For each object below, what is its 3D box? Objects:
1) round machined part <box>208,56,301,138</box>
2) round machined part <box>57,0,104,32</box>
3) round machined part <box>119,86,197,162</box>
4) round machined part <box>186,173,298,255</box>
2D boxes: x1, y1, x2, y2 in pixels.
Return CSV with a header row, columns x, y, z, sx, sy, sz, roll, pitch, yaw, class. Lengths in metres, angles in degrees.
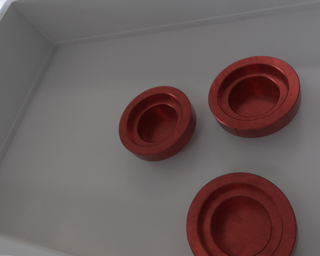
x,y,z,sx,sy,sz,roll,pitch,yaw,class
0.109,-0.031,0.357,0.098,0.042,0.098,-13,56,21,round machined part
-0.153,-0.233,0.621,0.098,0.042,0.098,-13,56,21,round machined part
0.000,-0.002,0.396,0.098,0.042,0.098,-13,56,21,round machined part
0.078,0.095,0.295,0.098,0.042,0.098,-13,56,21,round machined part
